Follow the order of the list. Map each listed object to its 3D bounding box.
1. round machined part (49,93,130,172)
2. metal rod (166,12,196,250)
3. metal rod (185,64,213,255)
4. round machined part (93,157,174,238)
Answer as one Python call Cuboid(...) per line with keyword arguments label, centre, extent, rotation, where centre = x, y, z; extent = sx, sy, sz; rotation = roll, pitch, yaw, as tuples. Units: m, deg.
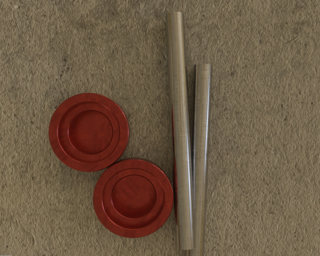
Cuboid(label="round machined part", centre=(-0.088, 0.005, 0.401), extent=(0.099, 0.042, 0.097), rotation=(0, 90, 0))
Cuboid(label="metal rod", centre=(0.026, 0.000, 0.399), extent=(0.025, 0.025, 0.298), rotation=(-2, 86, 0))
Cuboid(label="metal rod", centre=(0.050, 0.066, 0.410), extent=(0.025, 0.025, 0.298), rotation=(3, 90, 0))
Cuboid(label="round machined part", centre=(-0.033, 0.086, 0.400), extent=(0.099, 0.042, 0.097), rotation=(0, 92, -3))
